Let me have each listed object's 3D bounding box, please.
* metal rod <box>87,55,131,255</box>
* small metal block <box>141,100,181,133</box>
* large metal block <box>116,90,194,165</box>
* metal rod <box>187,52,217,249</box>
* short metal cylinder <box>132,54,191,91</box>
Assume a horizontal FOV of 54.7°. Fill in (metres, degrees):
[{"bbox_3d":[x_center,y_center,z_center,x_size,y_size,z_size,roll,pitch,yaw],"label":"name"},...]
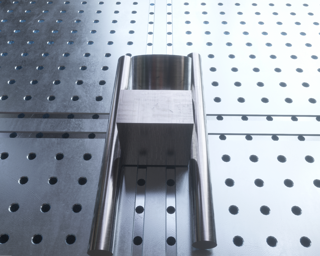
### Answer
[{"bbox_3d":[-0.057,0.008,0.400,0.025,0.025,0.300,1,50,0],"label":"metal rod"},{"bbox_3d":[0.001,-0.017,0.405,0.050,0.050,0.025,1,50,0],"label":"small metal block"},{"bbox_3d":[-0.005,0.001,0.368,0.081,0.080,0.050,1,50,0],"label":"large metal block"},{"bbox_3d":[0.050,0.002,0.406,0.025,0.025,0.300,2,50,1],"label":"metal rod"},{"bbox_3d":[0.002,-0.070,0.422,0.081,0.050,0.080,1,6,0],"label":"short metal cylinder"}]
